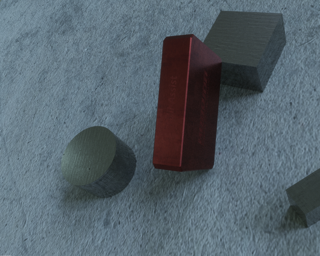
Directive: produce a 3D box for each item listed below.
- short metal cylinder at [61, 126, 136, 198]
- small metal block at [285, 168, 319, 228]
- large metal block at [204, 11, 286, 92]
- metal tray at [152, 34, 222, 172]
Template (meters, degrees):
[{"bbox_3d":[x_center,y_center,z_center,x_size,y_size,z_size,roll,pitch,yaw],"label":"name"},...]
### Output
[{"bbox_3d":[-0.078,0.044,0.400,0.080,0.050,0.080,-13,56,20],"label":"short metal cylinder"},{"bbox_3d":[0.144,0.059,0.276,0.050,0.050,0.025,-34,52,5],"label":"small metal block"},{"bbox_3d":[0.104,-0.099,0.394,0.080,0.050,0.080,18,71,34],"label":"large metal block"},{"bbox_3d":[0.033,-0.021,0.328,0.030,0.090,0.129,3,87,29],"label":"metal tray"}]
